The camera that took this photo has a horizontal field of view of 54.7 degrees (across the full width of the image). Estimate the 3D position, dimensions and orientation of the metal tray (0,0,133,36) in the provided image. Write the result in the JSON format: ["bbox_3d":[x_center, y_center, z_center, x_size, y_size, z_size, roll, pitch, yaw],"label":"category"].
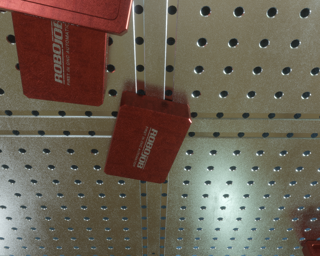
[{"bbox_3d":[-0.085,-0.137,0.261,0.131,0.030,0.089,11,101,-7],"label":"metal tray"}]

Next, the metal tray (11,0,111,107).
[{"bbox_3d":[-0.102,-0.088,0.332,0.091,0.030,0.129,7,130,-6],"label":"metal tray"}]

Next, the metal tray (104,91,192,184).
[{"bbox_3d":[-0.020,0.018,0.424,0.091,0.030,0.129,12,129,-11],"label":"metal tray"}]

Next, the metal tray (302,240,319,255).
[{"bbox_3d":[0.359,0.266,0.601,0.131,0.090,0.030,-1,130,0],"label":"metal tray"}]
